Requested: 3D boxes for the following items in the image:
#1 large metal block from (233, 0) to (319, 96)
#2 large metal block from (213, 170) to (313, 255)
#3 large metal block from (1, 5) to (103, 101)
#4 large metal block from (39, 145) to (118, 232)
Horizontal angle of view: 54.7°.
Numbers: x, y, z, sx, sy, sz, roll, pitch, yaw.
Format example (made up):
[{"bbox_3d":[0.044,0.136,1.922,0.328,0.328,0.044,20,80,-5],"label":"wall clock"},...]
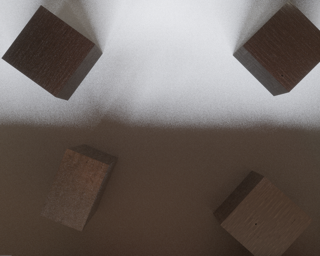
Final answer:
[{"bbox_3d":[0.157,-0.100,0.401,0.080,0.050,0.080,-45,91,0],"label":"large metal block"},{"bbox_3d":[0.130,0.115,0.401,0.080,0.050,0.080,42,90,-1],"label":"large metal block"},{"bbox_3d":[-0.134,-0.093,0.397,0.080,0.050,0.080,36,90,-1],"label":"large metal block"},{"bbox_3d":[-0.095,0.068,0.383,0.050,0.080,0.080,22,90,-1],"label":"large metal block"}]
